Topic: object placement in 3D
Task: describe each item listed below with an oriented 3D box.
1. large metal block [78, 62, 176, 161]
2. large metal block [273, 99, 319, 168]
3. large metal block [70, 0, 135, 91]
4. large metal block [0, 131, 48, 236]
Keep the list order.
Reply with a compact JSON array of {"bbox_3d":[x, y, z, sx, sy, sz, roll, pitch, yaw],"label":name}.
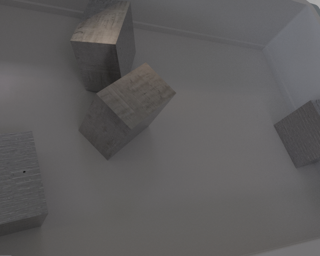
[{"bbox_3d":[-0.039,-0.018,0.360,0.050,0.080,0.080,46,51,3],"label":"large metal block"},{"bbox_3d":[0.244,0.009,0.496,0.050,0.080,0.080,-7,65,-31],"label":"large metal block"},{"bbox_3d":[-0.066,-0.101,0.388,0.050,0.080,0.080,6,55,5],"label":"large metal block"},{"bbox_3d":[-0.152,0.053,0.275,0.081,0.050,0.080,-7,65,-31],"label":"large metal block"}]
